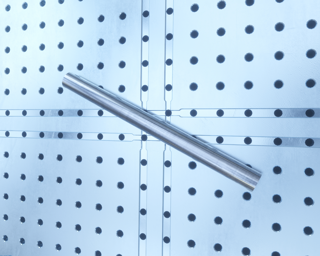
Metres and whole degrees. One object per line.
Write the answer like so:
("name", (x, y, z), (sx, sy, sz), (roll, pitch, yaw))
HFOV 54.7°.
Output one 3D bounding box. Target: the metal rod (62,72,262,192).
("metal rod", (-0.010, -0.003, 0.415), (0.301, 0.025, 0.025), (29, 99, 17))
